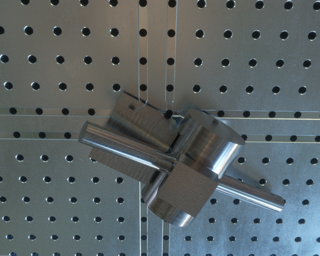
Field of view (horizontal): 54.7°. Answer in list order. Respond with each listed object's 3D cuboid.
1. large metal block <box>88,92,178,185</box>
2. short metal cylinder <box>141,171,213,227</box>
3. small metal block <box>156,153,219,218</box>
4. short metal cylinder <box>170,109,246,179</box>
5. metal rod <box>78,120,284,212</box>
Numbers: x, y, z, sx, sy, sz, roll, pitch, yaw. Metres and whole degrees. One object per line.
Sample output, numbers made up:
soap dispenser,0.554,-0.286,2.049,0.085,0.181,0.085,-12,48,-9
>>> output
large metal block,-0.033,0.013,0.398,0.080,0.050,0.080,28,108,-10
short metal cylinder,0.023,0.083,0.411,0.080,0.080,0.050,28,108,-10
small metal block,0.031,0.064,0.349,0.050,0.025,0.050,30,108,-2
short metal cylinder,0.058,0.018,0.388,0.080,0.080,0.050,26,108,-10
metal rod,0.045,0.057,0.389,0.302,0.025,0.025,23,109,-25
